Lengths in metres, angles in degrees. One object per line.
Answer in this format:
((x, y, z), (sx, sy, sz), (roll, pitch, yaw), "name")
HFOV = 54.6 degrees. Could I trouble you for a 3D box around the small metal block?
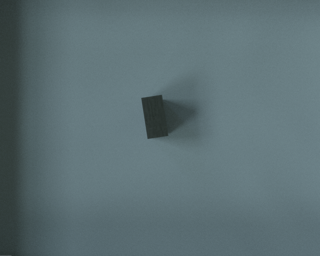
((-0.006, -0.013, 0.395), (0.025, 0.050, 0.050), (-9, 90, 0), "small metal block")
